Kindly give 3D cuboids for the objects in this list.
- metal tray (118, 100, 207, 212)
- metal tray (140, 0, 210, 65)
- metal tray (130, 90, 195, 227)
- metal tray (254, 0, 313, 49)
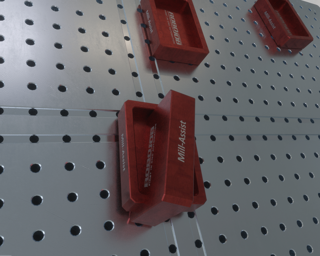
[{"bbox_3d":[-0.001,0.032,0.372,0.091,0.030,0.130,7,56,-23],"label":"metal tray"},{"bbox_3d":[0.023,-0.171,0.520,0.091,0.030,0.130,2,61,-27],"label":"metal tray"},{"bbox_3d":[0.003,0.033,0.347,0.030,0.090,0.130,18,55,-18],"label":"metal tray"},{"bbox_3d":[0.278,-0.240,0.699,0.091,0.030,0.130,-6,65,-31],"label":"metal tray"}]
